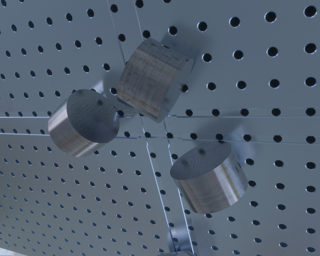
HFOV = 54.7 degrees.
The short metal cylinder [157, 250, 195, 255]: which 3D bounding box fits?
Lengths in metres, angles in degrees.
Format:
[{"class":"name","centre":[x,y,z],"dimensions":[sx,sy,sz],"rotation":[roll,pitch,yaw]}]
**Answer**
[{"class":"short metal cylinder","centre":[0.027,0.248,0.514],"dimensions":[0.050,0.080,0.080],"rotation":[-26,105,36]}]

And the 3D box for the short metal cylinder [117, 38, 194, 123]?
[{"class":"short metal cylinder","centre":[-0.004,-0.052,0.345],"dimensions":[0.050,0.080,0.079],"rotation":[29,128,9]}]

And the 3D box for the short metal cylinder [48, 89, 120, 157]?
[{"class":"short metal cylinder","centre":[-0.103,-0.006,0.424],"dimensions":[0.050,0.080,0.080],"rotation":[-32,101,38]}]

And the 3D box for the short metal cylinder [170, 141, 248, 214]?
[{"class":"short metal cylinder","centre":[0.060,0.058,0.380],"dimensions":[0.080,0.080,0.050],"rotation":[-17,109,34]}]
